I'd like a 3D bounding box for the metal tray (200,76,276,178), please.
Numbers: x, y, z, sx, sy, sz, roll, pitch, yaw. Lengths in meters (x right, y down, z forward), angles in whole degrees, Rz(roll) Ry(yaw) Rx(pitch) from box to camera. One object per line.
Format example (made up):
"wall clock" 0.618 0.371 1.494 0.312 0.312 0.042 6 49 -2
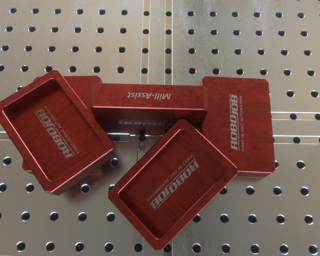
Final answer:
"metal tray" 0.098 -0.003 0.410 0.091 0.030 0.130 3 70 0

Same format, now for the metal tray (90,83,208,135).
"metal tray" -0.012 -0.020 0.383 0.131 0.090 0.030 1 70 0

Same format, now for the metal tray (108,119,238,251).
"metal tray" 0.015 0.065 0.366 0.130 0.030 0.090 -46 77 2

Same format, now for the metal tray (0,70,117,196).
"metal tray" -0.125 0.003 0.373 0.090 0.030 0.130 -36 75 -13

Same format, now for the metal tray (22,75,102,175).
"metal tray" -0.123 -0.005 0.409 0.091 0.030 0.129 -1 71 -1
